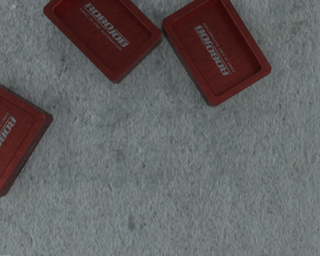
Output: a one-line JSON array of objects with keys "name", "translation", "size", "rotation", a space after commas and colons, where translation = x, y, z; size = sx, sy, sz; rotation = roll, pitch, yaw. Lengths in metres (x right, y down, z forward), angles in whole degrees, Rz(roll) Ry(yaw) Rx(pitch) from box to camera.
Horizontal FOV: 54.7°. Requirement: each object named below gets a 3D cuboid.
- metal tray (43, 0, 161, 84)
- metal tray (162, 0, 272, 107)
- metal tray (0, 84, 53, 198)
[{"name": "metal tray", "translation": [-0.073, -0.134, 0.406], "size": [0.090, 0.030, 0.130], "rotation": [-45, 91, 0]}, {"name": "metal tray", "translation": [0.072, -0.104, 0.408], "size": [0.090, 0.030, 0.130], "rotation": [-32, 90, -1]}, {"name": "metal tray", "translation": [-0.215, 0.016, 0.404], "size": [0.090, 0.030, 0.130], "rotation": [32, 90, -1]}]
